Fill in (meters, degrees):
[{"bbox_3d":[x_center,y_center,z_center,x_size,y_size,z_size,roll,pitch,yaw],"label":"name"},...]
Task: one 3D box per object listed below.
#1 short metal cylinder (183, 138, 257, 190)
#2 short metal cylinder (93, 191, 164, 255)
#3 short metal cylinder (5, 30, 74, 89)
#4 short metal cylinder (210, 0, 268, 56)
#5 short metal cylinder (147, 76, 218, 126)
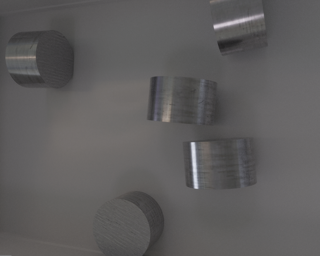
[{"bbox_3d":[0.068,0.038,0.357,0.080,0.080,0.050,-4,89,20],"label":"short metal cylinder"},{"bbox_3d":[-0.041,0.129,0.412,0.080,0.050,0.080,0,90,20],"label":"short metal cylinder"},{"bbox_3d":[-0.168,-0.097,0.441,0.050,0.080,0.079,4,91,20],"label":"short metal cylinder"},{"bbox_3d":[0.090,-0.126,0.349,0.050,0.080,0.080,-8,87,20],"label":"short metal cylinder"},{"bbox_3d":[0.026,-0.031,0.372,0.080,0.080,0.050,6,92,20],"label":"short metal cylinder"}]
